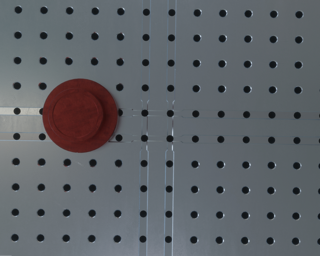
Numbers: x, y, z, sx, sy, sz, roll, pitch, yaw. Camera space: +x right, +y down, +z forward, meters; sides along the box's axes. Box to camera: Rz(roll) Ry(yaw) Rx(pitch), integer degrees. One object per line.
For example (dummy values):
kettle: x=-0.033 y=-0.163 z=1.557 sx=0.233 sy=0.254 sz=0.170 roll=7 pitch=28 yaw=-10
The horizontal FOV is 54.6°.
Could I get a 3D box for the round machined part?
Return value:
round machined part: x=-0.105 y=-0.016 z=0.404 sx=0.099 sy=0.042 sz=0.097 roll=0 pitch=90 yaw=0
